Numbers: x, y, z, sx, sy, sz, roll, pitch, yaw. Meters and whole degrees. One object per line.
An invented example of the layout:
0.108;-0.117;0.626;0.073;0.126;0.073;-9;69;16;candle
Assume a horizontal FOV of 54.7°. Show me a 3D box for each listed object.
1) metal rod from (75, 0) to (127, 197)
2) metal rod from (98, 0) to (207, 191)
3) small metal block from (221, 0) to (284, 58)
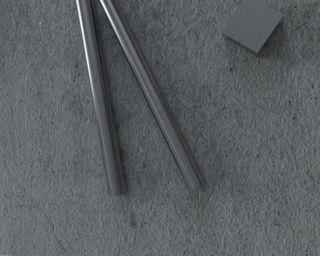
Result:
-0.085;-0.054;0.437;0.025;0.025;0.298;-12;86;19;metal rod
-0.016;-0.059;0.413;0.025;0.025;0.299;-28;81;17;metal rod
0.110;-0.121;0.370;0.050;0.025;0.050;36;101;16;small metal block
